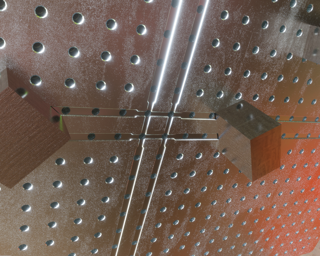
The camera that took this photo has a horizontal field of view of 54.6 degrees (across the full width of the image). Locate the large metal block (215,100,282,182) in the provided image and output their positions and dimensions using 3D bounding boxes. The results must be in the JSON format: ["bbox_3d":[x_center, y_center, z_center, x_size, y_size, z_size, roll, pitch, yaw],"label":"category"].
[{"bbox_3d":[0.129,0.017,0.456,0.050,0.080,0.080,-25,128,-13],"label":"large metal block"}]

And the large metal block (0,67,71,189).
[{"bbox_3d":[-0.152,0.001,0.312,0.080,0.050,0.080,-40,129,-1],"label":"large metal block"}]

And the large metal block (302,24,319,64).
[{"bbox_3d":[0.273,-0.119,0.450,0.081,0.080,0.050,-13,124,-21],"label":"large metal block"}]
